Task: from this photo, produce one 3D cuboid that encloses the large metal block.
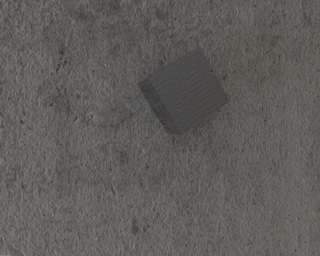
[{"bbox_3d":[0.030,-0.047,0.406,0.080,0.050,0.080,-34,101,-17],"label":"large metal block"}]
